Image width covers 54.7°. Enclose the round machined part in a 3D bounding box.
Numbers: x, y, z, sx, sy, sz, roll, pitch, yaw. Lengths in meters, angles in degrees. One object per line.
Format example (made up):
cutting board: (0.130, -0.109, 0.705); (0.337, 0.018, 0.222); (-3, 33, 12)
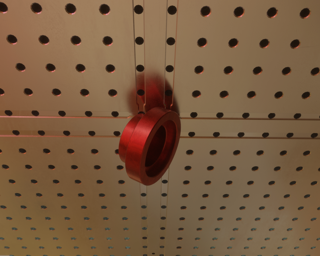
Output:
round machined part: (-0.015, 0.020, 0.392); (0.042, 0.098, 0.097); (20, 135, 25)
